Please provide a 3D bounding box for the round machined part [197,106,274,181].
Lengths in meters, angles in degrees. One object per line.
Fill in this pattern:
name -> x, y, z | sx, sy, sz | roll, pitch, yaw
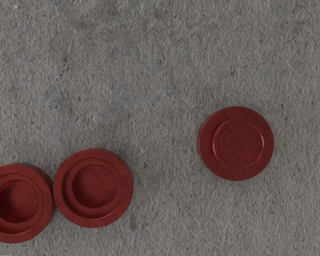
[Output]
round machined part -> 0.099, 0.020, 0.402 | 0.099, 0.042, 0.097 | 0, 90, 0

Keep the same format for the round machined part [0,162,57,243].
round machined part -> -0.181, 0.093, 0.400 | 0.099, 0.042, 0.097 | 0, 90, 0

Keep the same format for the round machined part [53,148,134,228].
round machined part -> -0.083, 0.074, 0.401 | 0.099, 0.042, 0.097 | 0, 90, 0
